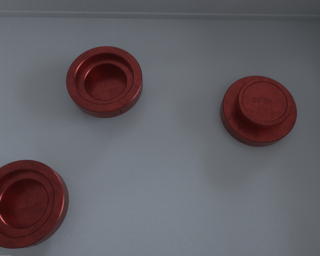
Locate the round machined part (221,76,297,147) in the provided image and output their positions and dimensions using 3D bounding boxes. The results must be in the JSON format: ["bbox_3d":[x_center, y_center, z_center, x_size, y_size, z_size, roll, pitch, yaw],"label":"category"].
[{"bbox_3d":[0.133,-0.027,0.411,0.099,0.042,0.098,0,70,0],"label":"round machined part"}]

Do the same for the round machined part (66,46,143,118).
[{"bbox_3d":[-0.072,-0.058,0.421,0.099,0.042,0.098,0,70,0],"label":"round machined part"}]

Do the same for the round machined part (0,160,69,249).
[{"bbox_3d":[-0.157,0.090,0.366,0.099,0.042,0.098,0,70,0],"label":"round machined part"}]
